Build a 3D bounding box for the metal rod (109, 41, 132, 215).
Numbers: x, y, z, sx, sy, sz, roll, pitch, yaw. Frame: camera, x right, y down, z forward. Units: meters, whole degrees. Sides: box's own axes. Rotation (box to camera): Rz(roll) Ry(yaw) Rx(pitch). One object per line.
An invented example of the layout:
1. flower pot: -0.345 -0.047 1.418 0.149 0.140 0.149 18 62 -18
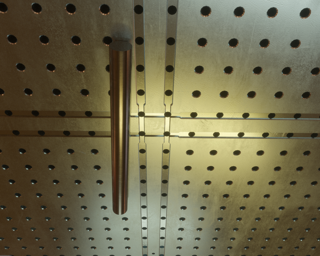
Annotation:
1. metal rod: -0.055 0.024 0.431 0.025 0.025 0.298 3 130 -4
